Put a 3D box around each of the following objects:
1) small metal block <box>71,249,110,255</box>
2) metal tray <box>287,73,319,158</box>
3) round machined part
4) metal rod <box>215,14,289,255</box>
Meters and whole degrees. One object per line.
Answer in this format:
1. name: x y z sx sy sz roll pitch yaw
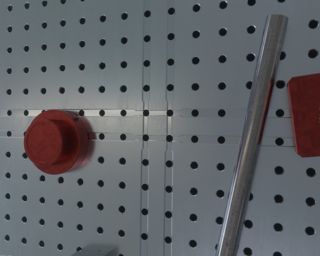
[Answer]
1. small metal block: -0.099 0.206 0.447 0.050 0.025 0.050 -4 89 19
2. metal tray: 0.213 -0.019 0.335 0.130 0.030 0.089 -7 88 19
3. round machined part: -0.160 0.021 0.460 0.098 0.042 0.097 0 90 19
4. metal rod: 0.109 0.017 0.373 0.025 0.025 0.298 12 94 19
